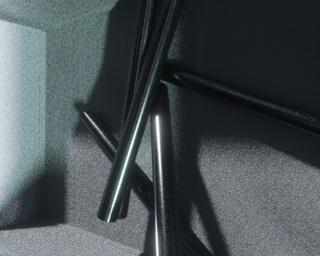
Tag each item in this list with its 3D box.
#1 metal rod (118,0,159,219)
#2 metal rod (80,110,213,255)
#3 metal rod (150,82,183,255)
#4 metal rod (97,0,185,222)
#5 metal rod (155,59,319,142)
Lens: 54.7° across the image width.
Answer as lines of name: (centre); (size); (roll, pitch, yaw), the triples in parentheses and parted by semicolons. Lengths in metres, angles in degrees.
metal rod: (-0.034, -0.029, 0.398); (0.025, 0.025, 0.298); (15, 99, 39)
metal rod: (-0.027, 0.075, 0.426); (0.300, 0.025, 0.025); (46, 117, 30)
metal rod: (0.006, 0.069, 0.321); (0.025, 0.025, 0.300); (-34, 44, 34)
metal rod: (-0.021, -0.032, 0.374); (0.025, 0.025, 0.298); (19, 93, 38)
metal rod: (0.080, -0.036, 0.339); (0.300, 0.025, 0.025); (28, 107, 36)
